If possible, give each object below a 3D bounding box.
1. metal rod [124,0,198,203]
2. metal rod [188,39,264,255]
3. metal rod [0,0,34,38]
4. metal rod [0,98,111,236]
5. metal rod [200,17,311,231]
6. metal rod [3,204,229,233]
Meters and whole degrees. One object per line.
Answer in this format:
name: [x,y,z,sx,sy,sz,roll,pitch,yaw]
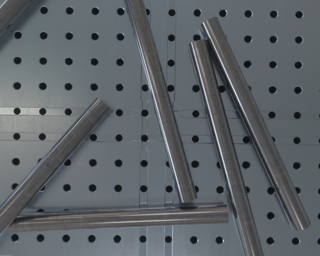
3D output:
metal rod: [-0.002,-0.049,0.413,0.025,0.025,0.299,-15,90,0]
metal rod: [0.088,0.030,0.413,0.025,0.025,0.299,-15,90,0]
metal rod: [-0.195,-0.161,0.412,0.025,0.025,0.300,42,90,0]
metal rod: [-0.171,0.081,0.393,0.025,0.025,0.300,40,82,0]
metal rod: [0.127,-0.006,0.414,0.025,0.025,0.299,-25,90,0]
metal rod: [-0.062,0.120,0.413,0.302,0.025,0.025,-2,90,0]
